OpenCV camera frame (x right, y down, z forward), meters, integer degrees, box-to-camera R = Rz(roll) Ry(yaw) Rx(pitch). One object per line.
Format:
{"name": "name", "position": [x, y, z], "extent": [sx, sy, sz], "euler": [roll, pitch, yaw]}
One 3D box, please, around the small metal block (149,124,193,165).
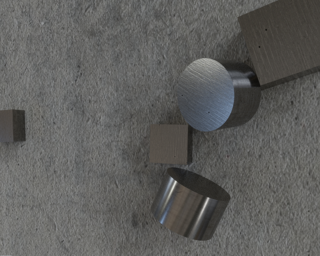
{"name": "small metal block", "position": [0.015, 0.020, 0.404], "extent": [0.050, 0.025, 0.050], "euler": [1, 91, 20]}

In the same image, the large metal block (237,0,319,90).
{"name": "large metal block", "position": [0.141, -0.095, 0.346], "extent": [0.080, 0.050, 0.080], "euler": [-19, 84, 19]}

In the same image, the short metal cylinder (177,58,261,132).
{"name": "short metal cylinder", "position": [0.066, -0.038, 0.355], "extent": [0.080, 0.050, 0.079], "euler": [10, 103, 47]}

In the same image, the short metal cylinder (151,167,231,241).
{"name": "short metal cylinder", "position": [0.036, 0.087, 0.367], "extent": [0.080, 0.080, 0.050], "euler": [25, 99, 18]}

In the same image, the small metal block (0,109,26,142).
{"name": "small metal block", "position": [-0.245, -0.003, 0.495], "extent": [0.050, 0.025, 0.050], "euler": [-3, 89, 20]}
